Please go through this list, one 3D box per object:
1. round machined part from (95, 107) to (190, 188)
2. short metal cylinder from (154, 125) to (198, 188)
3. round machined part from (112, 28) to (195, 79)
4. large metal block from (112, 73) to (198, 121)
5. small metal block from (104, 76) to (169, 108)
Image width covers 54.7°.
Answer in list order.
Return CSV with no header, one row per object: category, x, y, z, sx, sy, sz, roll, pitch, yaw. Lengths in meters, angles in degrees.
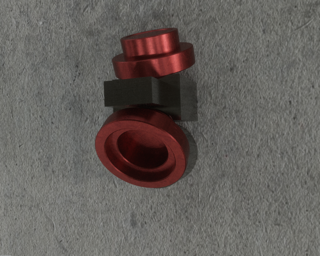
round machined part,-0.016,0.017,0.336,0.098,0.042,0.097,9,131,11
short metal cylinder,0.003,0.033,0.396,0.080,0.050,0.079,0,90,19
round machined part,-0.010,-0.092,0.370,0.098,0.098,0.042,-2,114,19
large metal block,-0.003,-0.032,0.380,0.080,0.080,0.050,-2,90,19
small metal block,-0.023,-0.034,0.318,0.050,0.050,0.025,-3,89,20
